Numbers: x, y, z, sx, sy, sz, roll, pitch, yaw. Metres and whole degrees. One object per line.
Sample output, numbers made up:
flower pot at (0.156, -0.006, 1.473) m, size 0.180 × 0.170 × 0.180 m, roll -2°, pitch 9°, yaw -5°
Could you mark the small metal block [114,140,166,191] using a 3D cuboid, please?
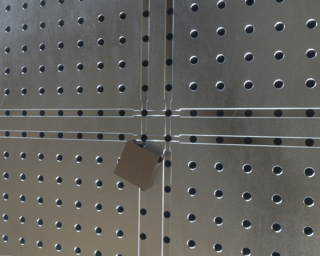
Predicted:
small metal block at (-0.027, 0.049, 0.421) m, size 0.050 × 0.025 × 0.050 m, roll 26°, pitch 98°, yaw 17°
